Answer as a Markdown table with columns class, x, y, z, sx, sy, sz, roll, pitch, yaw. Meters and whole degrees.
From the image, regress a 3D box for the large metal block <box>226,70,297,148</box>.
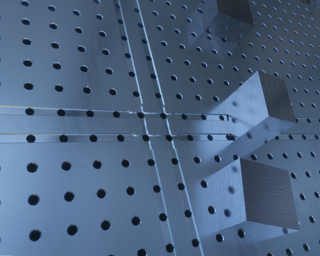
| class | x | y | z | sx | sy | sz | roll | pitch | yaw |
| --- | --- | --- | --- | --- | --- | --- | --- | --- | --- |
| large metal block | 0.150 | -0.027 | 0.472 | 0.050 | 0.080 | 0.080 | 12 | 57 | -22 |

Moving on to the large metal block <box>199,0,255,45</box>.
| class | x | y | z | sx | sy | sz | roll | pitch | yaw |
| --- | --- | --- | --- | --- | --- | --- | --- | --- | --- |
| large metal block | 0.127 | -0.218 | 0.596 | 0.081 | 0.050 | 0.080 | 12 | 57 | -22 |

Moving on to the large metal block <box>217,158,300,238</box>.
| class | x | y | z | sx | sy | sz | roll | pitch | yaw |
| --- | --- | --- | --- | --- | --- | --- | --- | --- | --- |
| large metal block | 0.126 | 0.093 | 0.405 | 0.081 | 0.050 | 0.080 | 16 | 55 | -20 |
